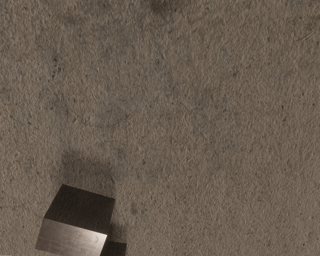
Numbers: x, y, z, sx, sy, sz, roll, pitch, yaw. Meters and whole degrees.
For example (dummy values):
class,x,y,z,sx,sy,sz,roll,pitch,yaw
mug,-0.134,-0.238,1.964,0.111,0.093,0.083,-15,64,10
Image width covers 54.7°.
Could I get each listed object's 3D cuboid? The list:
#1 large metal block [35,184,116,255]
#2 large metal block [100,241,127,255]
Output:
class,x,y,z,sx,sy,sz,roll,pitch,yaw
large metal block,-0.112,0.130,0.427,0.080,0.080,0.050,18,109,-7
large metal block,-0.100,0.221,0.477,0.081,0.050,0.079,10,110,-5
